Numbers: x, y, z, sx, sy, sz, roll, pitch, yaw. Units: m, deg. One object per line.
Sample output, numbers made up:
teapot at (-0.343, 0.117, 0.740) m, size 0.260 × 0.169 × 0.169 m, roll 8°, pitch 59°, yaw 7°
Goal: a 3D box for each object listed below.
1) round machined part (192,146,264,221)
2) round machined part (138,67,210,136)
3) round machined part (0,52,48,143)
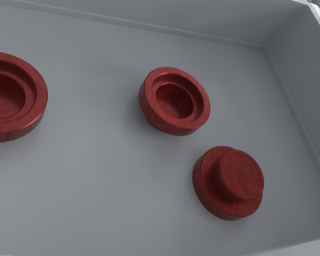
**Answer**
round machined part at (0.095, 0.067, 0.405) m, size 0.099 × 0.042 × 0.098 m, roll 14°, pitch 56°, yaw -21°
round machined part at (0.016, -0.032, 0.422) m, size 0.099 × 0.042 × 0.098 m, roll 14°, pitch 56°, yaw -21°
round machined part at (-0.171, -0.028, 0.320) m, size 0.099 × 0.042 × 0.098 m, roll 14°, pitch 56°, yaw -21°
